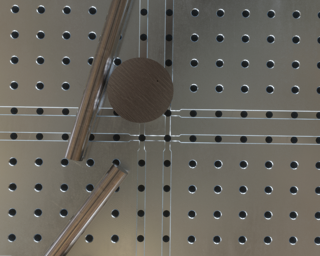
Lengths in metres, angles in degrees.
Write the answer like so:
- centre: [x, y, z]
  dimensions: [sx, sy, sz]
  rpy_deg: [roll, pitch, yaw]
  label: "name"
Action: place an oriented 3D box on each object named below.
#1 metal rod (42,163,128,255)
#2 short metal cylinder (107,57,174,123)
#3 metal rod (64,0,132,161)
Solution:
- centre: [-0.143, 0.173, 0.411]
  dimensions: [0.025, 0.025, 0.299]
  rpy_deg: [37, 90, -1]
  label: "metal rod"
- centre: [-0.024, -0.046, 0.401]
  dimensions: [0.081, 0.050, 0.079]
  rpy_deg: [0, 90, 0]
  label: "short metal cylinder"
- centre: [-0.072, -0.102, 0.412]
  dimensions: [0.025, 0.025, 0.298]
  rpy_deg: [17, 90, -1]
  label: "metal rod"
